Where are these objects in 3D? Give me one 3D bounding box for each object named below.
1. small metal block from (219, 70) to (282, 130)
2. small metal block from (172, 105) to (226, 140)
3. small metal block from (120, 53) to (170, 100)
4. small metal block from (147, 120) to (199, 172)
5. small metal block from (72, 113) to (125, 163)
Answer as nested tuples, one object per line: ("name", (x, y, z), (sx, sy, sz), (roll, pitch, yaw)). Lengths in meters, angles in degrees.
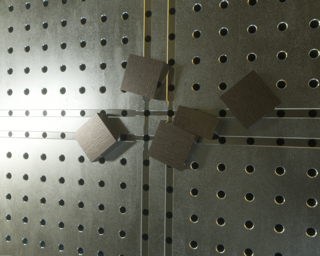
("small metal block", (0.109, -0.033, 0.374), (0.050, 0.025, 0.050), (-40, 78, 15))
("small metal block", (0.049, -0.006, 0.382), (0.050, 0.050, 0.025), (22, 98, 18))
("small metal block", (-0.020, -0.069, 0.420), (0.050, 0.025, 0.050), (18, 96, 19))
("small metal block", (0.018, 0.022, 0.407), (0.050, 0.025, 0.050), (24, 98, 18))
("small metal block", (-0.088, 0.014, 0.444), (0.050, 0.025, 0.050), (-40, 78, 15))
